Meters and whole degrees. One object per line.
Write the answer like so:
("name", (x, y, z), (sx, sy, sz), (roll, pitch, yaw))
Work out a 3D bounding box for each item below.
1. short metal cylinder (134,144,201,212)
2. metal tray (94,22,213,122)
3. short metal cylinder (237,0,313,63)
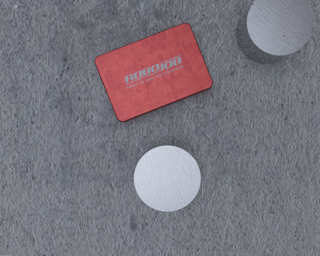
("short metal cylinder", (0.009, 0.061, 0.397), (0.081, 0.050, 0.079), (0, 90, 0))
("metal tray", (-0.008, -0.071, 0.407), (0.131, 0.030, 0.090), (-22, 90, 0))
("short metal cylinder", (0.145, -0.127, 0.398), (0.081, 0.050, 0.079), (0, 90, 0))
